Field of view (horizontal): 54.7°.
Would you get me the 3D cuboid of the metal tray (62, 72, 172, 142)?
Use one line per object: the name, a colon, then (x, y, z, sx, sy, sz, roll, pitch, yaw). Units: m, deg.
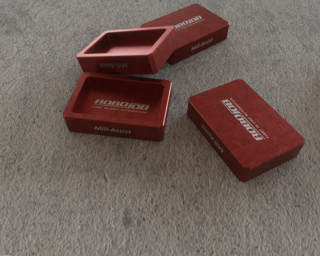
metal tray: (-0.054, -0.032, 0.425, 0.131, 0.030, 0.090, 7, 50, 5)

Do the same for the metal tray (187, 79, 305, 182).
metal tray: (0.106, -0.003, 0.403, 0.091, 0.030, 0.130, -22, 53, -18)

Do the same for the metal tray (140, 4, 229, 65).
metal tray: (0.043, -0.168, 0.541, 0.131, 0.030, 0.090, -30, 56, -23)

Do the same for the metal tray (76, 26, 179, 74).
metal tray: (-0.048, -0.118, 0.469, 0.130, 0.030, 0.090, 5, 43, 27)
